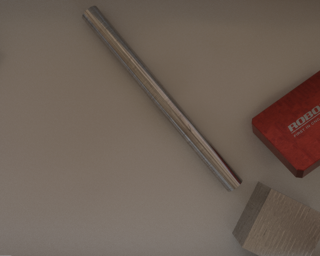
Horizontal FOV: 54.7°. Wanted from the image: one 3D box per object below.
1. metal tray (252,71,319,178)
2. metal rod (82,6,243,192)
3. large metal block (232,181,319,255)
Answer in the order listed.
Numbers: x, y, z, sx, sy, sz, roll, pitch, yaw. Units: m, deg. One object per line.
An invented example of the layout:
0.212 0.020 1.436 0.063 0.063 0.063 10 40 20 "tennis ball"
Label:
0.195 -0.011 0.389 0.130 0.030 0.090 -35 57 0 "metal tray"
0.003 -0.038 0.411 0.025 0.025 0.300 -40 91 0 "metal rod"
0.153 0.127 0.401 0.080 0.050 0.080 27 90 -1 "large metal block"
